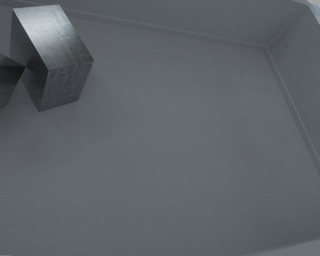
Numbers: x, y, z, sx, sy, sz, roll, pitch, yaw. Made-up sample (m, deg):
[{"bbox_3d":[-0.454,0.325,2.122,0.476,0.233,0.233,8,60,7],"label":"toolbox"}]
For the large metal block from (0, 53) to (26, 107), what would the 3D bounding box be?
[{"bbox_3d":[-0.190,-0.057,0.295,0.080,0.080,0.050,28,96,-10],"label":"large metal block"}]

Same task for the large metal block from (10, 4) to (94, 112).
[{"bbox_3d":[-0.126,-0.077,0.350,0.050,0.080,0.080,-24,75,-36],"label":"large metal block"}]
